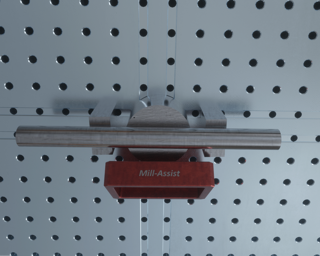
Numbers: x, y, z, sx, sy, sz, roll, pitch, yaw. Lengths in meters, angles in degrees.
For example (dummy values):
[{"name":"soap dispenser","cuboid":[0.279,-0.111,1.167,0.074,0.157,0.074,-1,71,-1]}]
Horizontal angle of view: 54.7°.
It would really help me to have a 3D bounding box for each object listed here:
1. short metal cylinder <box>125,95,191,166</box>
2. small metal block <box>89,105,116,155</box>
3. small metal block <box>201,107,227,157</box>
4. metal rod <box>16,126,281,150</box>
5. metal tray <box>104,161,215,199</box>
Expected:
[{"name":"short metal cylinder","cuboid":[-0.002,0.002,0.400,0.081,0.050,0.079,0,110,0]},{"name":"small metal block","cuboid":[-0.072,0.001,0.400,0.025,0.050,0.050,-1,110,0]},{"name":"small metal block","cuboid":[0.068,0.004,0.402,0.025,0.050,0.050,-1,110,0]},{"name":"metal rod","cuboid":[-0.013,0.012,0.364,0.302,0.025,0.025,1,110,0]},{"name":"metal tray","cuboid":[-0.001,0.071,0.407,0.131,0.090,0.030,0,67,0]}]
